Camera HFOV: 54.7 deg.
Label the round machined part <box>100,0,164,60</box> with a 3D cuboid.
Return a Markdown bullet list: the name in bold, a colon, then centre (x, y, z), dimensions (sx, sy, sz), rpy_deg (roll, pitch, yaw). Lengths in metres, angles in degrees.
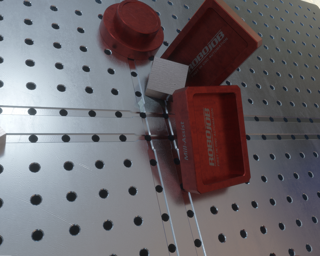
- **round machined part**: centre (-0.038, -0.155, 0.472), dimensions (0.099, 0.042, 0.098), rpy_deg (14, 56, -21)

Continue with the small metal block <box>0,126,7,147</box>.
- **small metal block**: centre (-0.190, 0.005, 0.303), dimensions (0.050, 0.025, 0.050), rpy_deg (47, 51, 4)

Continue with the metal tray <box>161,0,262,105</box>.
- **metal tray**: centre (0.064, -0.103, 0.435), dimensions (0.090, 0.129, 0.030), rpy_deg (47, 36, 4)

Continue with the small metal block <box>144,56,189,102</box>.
- **small metal block**: centre (0.009, -0.068, 0.439), dimensions (0.050, 0.025, 0.050), rpy_deg (14, 72, -7)

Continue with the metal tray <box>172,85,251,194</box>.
- **metal tray**: centre (0.068, 0.012, 0.401), dimensions (0.091, 0.030, 0.129), rpy_deg (-6, 89, -31)
